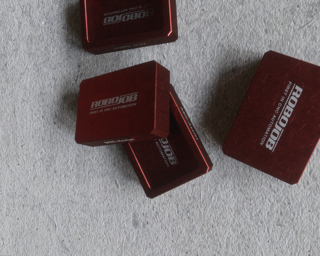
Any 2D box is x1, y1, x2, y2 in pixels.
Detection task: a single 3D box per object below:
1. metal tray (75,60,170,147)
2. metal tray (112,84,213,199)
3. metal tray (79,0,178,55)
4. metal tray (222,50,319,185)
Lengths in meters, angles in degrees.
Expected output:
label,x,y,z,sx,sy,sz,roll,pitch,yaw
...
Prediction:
label,x,y,z,sx,sy,sz,roll,pitch,yaw
metal tray,-0.050,-0.027,0.397,0.130,0.030,0.090,-8,73,33
metal tray,0.000,0.015,0.406,0.090,0.030,0.130,-29,81,17
metal tray,-0.044,-0.156,0.421,0.130,0.030,0.089,-4,89,19
metal tray,0.139,-0.012,0.357,0.090,0.030,0.129,25,98,18
